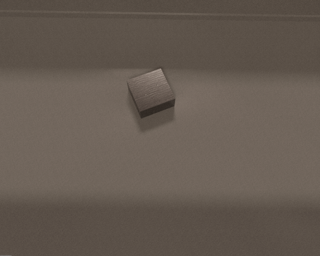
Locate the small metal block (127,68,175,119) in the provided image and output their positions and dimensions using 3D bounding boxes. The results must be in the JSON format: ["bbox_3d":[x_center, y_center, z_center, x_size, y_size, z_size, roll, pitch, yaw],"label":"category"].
[{"bbox_3d":[-0.013,-0.048,0.427,0.050,0.025,0.050,-21,72,-8],"label":"small metal block"}]
